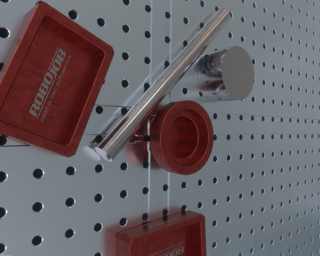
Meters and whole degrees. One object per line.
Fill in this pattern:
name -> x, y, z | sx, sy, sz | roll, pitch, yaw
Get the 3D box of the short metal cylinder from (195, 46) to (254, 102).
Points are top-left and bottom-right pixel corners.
short metal cylinder -> 0.101, -0.081, 0.478 | 0.081, 0.050, 0.079 | 0, 90, -40

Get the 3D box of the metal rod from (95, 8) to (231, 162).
metal rod -> 0.018, -0.074, 0.424 | 0.301, 0.025, 0.025 | -52, 121, -27

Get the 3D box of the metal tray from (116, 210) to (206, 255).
metal tray -> 0.007, 0.170, 0.412 | 0.131, 0.030, 0.089 | -4, 93, -40

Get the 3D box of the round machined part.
round machined part -> 0.025, 0.012, 0.419 | 0.099, 0.042, 0.097 | 0, 90, -40

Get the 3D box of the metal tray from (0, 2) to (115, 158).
metal tray -> -0.109, -0.045, 0.314 | 0.090, 0.030, 0.130 | 29, 72, -36
